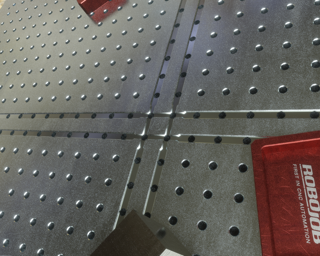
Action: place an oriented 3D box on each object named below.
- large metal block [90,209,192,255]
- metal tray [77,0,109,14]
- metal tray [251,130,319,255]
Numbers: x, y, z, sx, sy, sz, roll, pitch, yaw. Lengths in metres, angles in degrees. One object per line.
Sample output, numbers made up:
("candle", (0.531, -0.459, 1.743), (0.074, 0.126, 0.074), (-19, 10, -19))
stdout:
("large metal block", (-0.021, 0.136, 0.301), (0.080, 0.080, 0.050), (-47, 51, -5))
("metal tray", (-0.145, -0.311, 0.672), (0.090, 0.030, 0.130), (-33, 51, 6))
("metal tray", (0.139, 0.068, 0.290), (0.090, 0.030, 0.130), (-10, 57, 22))
